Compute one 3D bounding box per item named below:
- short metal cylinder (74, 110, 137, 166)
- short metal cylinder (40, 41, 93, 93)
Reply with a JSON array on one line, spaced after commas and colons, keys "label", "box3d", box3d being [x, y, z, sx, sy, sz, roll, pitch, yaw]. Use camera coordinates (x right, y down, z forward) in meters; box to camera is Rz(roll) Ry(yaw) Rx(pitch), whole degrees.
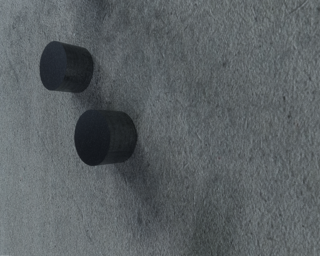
[{"label": "short metal cylinder", "box3d": [-0.081, 0.014, 0.456, 0.080, 0.050, 0.080, 0, 90, 40]}, {"label": "short metal cylinder", "box3d": [-0.157, -0.100, 0.519, 0.080, 0.050, 0.080, 0, 90, 40]}]
